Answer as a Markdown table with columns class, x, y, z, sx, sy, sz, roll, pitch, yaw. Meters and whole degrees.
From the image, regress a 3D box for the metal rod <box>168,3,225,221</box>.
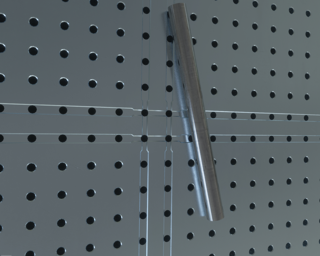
| class | x | y | z | sx | sy | sz | roll | pitch | yaw |
| --- | --- | --- | --- | --- | --- | --- | --- | --- | --- |
| metal rod | 0.051 | -0.019 | 0.430 | 0.025 | 0.025 | 0.298 | -12 | 94 | -20 |
